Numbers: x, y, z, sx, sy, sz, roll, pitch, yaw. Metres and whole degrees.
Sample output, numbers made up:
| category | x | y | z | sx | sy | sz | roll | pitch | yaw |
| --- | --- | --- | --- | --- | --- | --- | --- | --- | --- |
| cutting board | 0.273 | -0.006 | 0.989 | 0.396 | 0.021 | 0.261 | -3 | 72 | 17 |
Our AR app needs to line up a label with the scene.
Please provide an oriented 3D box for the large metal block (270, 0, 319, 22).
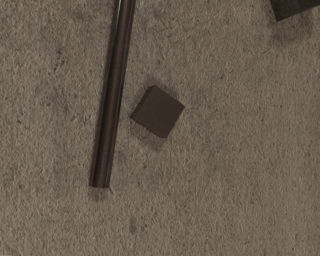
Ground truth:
| category | x | y | z | sx | sy | sz | roll | pitch | yaw |
| --- | --- | --- | --- | --- | --- | --- | --- | --- | --- |
| large metal block | 0.215 | -0.221 | 0.477 | 0.081 | 0.050 | 0.080 | -25 | 99 | -19 |

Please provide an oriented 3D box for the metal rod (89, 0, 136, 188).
| category | x | y | z | sx | sy | sz | roll | pitch | yaw |
| --- | --- | --- | --- | --- | --- | --- | --- | --- | --- |
| metal rod | -0.055 | -0.076 | 0.389 | 0.025 | 0.025 | 0.298 | 9 | 87 | -20 |

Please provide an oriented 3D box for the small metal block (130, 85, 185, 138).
| category | x | y | z | sx | sy | sz | roll | pitch | yaw |
| --- | --- | --- | --- | --- | --- | --- | --- | --- | --- |
| small metal block | -0.003 | -0.021 | 0.409 | 0.050 | 0.025 | 0.050 | 34 | 79 | -17 |
